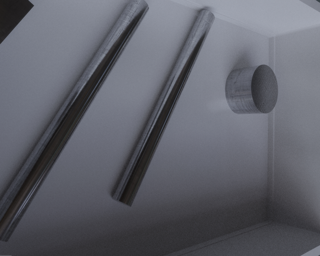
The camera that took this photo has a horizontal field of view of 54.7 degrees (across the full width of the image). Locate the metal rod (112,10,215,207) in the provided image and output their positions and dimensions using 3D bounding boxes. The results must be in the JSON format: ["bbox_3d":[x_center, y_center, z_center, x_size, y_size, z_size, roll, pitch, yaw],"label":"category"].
[{"bbox_3d":[0.012,-0.040,0.418,0.025,0.025,0.300,38,67,-34],"label":"metal rod"}]

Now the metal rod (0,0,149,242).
[{"bbox_3d":[-0.088,-0.028,0.334,0.025,0.025,0.300,41,65,-33],"label":"metal rod"}]

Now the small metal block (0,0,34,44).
[{"bbox_3d":[-0.144,-0.093,0.270,0.025,0.050,0.050,43,64,-32],"label":"small metal block"}]

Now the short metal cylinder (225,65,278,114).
[{"bbox_3d":[0.156,-0.064,0.524,0.081,0.050,0.079,0,90,-40],"label":"short metal cylinder"}]
